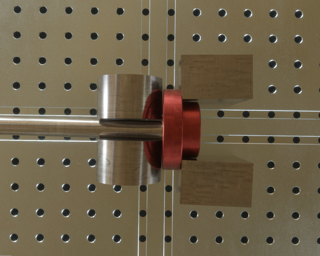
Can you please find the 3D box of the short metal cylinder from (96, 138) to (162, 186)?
[{"bbox_3d":[-0.038,0.039,0.385,0.081,0.080,0.050,1,91,0],"label":"short metal cylinder"}]

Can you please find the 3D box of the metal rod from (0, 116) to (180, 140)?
[{"bbox_3d":[-0.120,-0.001,0.401,0.302,0.025,0.025,2,90,4],"label":"metal rod"}]

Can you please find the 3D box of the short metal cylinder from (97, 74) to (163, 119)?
[{"bbox_3d":[-0.037,-0.036,0.385,0.081,0.080,0.050,1,91,0],"label":"short metal cylinder"}]

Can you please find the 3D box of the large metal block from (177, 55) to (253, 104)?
[{"bbox_3d":[0.064,-0.058,0.387,0.081,0.080,0.050,0,90,0],"label":"large metal block"}]

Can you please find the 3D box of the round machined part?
[{"bbox_3d":[0.025,0.002,0.376,0.042,0.098,0.097,1,90,0],"label":"round machined part"}]

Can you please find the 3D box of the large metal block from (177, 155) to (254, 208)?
[{"bbox_3d":[0.064,0.062,0.387,0.080,0.080,0.050,3,90,0],"label":"large metal block"}]
